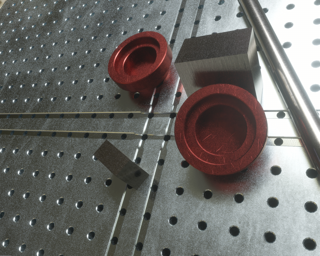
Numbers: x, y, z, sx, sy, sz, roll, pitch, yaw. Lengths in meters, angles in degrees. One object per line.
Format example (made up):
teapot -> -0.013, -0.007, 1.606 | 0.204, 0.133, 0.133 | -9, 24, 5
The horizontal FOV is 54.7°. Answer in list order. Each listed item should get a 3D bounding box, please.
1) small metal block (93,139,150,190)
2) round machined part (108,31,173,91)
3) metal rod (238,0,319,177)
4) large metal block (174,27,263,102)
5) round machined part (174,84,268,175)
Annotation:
small metal block -> -0.048, 0.046, 0.389 | 0.050, 0.050, 0.025 | 34, 81, 38
round machined part -> -0.026, -0.095, 0.470 | 0.098, 0.042, 0.098 | -13, 56, 21
metal rod -> 0.146, -0.080, 0.380 | 0.025, 0.025, 0.299 | -20, 54, 16
large metal block -> 0.073, -0.064, 0.368 | 0.080, 0.080, 0.050 | -2, 46, 27
round machined part -> 0.069, 0.003, 0.345 | 0.098, 0.042, 0.097 | -3, 81, 21
